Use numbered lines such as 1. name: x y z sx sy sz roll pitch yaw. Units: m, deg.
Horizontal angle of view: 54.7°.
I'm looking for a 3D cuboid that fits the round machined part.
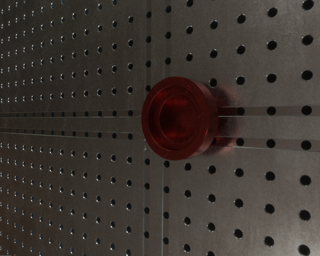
1. round machined part: 0.028 -0.011 0.374 0.098 0.042 0.097 0 90 39
